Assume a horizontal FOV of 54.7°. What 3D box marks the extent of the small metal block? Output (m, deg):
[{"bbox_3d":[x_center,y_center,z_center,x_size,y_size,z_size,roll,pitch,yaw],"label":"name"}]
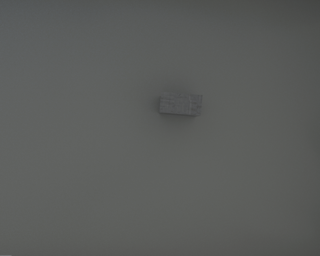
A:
[{"bbox_3d":[0.025,-0.030,0.399,0.050,0.050,0.025,5,90,-1],"label":"small metal block"}]
